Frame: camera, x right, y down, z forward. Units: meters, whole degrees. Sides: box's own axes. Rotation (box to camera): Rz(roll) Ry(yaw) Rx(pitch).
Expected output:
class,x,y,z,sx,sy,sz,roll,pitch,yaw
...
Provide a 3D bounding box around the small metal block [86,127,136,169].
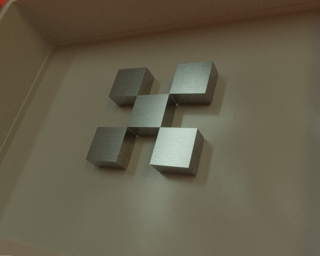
class,x,y,z,sx,sy,sz,roll,pitch,yaw
small metal block,-0.066,0.026,0.422,0.050,0.025,0.050,1,62,28

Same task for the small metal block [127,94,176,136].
class,x,y,z,sx,sy,sz,roll,pitch,yaw
small metal block,-0.011,-0.017,0.419,0.050,0.025,0.050,1,62,28

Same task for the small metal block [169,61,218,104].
class,x,y,z,sx,sy,sz,roll,pitch,yaw
small metal block,0.046,-0.060,0.416,0.050,0.025,0.050,3,63,29

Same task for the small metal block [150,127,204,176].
class,x,y,z,sx,sy,sz,roll,pitch,yaw
small metal block,0.021,0.027,0.375,0.050,0.025,0.050,2,62,29

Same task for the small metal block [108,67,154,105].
class,x,y,z,sx,sy,sz,roll,pitch,yaw
small metal block,-0.042,-0.062,0.464,0.050,0.025,0.050,2,62,29
